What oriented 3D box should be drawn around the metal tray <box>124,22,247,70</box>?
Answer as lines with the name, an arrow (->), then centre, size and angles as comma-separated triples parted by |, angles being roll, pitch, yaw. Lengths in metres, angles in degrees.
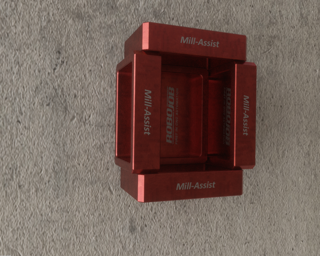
metal tray -> 0.029, -0.096, 0.387 | 0.131, 0.090, 0.030 | 1, 90, -20

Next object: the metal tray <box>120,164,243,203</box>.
metal tray -> 0.024, 0.064, 0.385 | 0.131, 0.090, 0.030 | 1, 90, -20

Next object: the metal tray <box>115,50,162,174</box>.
metal tray -> -0.028, -0.017, 0.365 | 0.030, 0.090, 0.129 | 1, 90, -20

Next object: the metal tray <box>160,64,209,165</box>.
metal tray -> 0.018, -0.017, 0.415 | 0.091, 0.030, 0.129 | 1, 90, -21

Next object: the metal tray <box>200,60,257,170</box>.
metal tray -> 0.086, -0.015, 0.408 | 0.030, 0.090, 0.129 | 1, 90, -20
